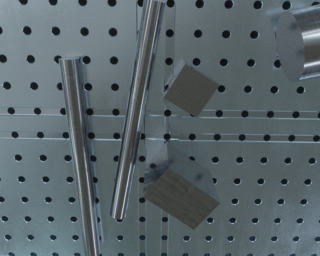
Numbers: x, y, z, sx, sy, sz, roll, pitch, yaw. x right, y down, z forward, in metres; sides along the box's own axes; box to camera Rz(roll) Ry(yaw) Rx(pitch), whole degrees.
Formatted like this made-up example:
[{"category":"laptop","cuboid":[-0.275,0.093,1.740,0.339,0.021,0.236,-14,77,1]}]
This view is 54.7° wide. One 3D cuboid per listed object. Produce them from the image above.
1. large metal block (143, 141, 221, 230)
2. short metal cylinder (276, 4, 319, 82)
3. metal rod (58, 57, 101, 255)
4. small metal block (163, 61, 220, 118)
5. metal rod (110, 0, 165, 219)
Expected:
[{"category":"large metal block","cuboid":[0.026,0.073,0.412,0.080,0.080,0.050,36,106,-13]},{"category":"short metal cylinder","cuboid":[0.172,-0.096,0.351,0.050,0.080,0.079,-12,110,4]},{"category":"metal rod","cuboid":[-0.108,0.054,0.431,0.025,0.025,0.298,-1,110,0]},{"category":"small metal block","cuboid":[0.039,-0.049,0.396,0.050,0.025,0.050,30,107,-11]},{"category":"metal rod","cuboid":[-0.034,-0.010,0.409,0.025,0.025,0.298,10,110,-4]}]
